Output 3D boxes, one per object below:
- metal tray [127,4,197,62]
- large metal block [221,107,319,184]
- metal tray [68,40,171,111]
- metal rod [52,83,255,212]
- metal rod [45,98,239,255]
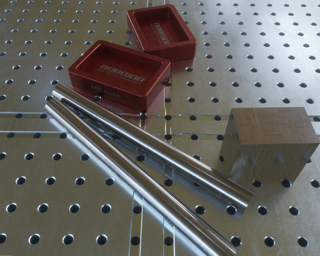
[{"bbox_3d":[0.000,-0.167,0.544,0.091,0.030,0.130,-13,51,-11],"label":"metal tray"},{"bbox_3d":[0.119,0.022,0.355,0.081,0.080,0.050,-1,50,-1],"label":"large metal block"},{"bbox_3d":[-0.060,-0.084,0.473,0.130,0.030,0.090,20,53,16],"label":"metal tray"},{"bbox_3d":[-0.024,0.014,0.395,0.300,0.025,0.025,29,56,22],"label":"metal rod"},{"bbox_3d":[-0.040,0.049,0.366,0.300,0.025,0.025,36,59,26],"label":"metal rod"}]
